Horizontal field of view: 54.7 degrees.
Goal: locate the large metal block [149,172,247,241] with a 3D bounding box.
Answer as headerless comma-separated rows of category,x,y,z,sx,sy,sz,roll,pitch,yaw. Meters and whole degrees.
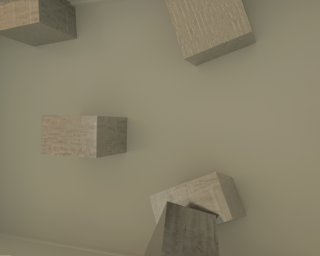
large metal block,0.046,0.091,0.360,0.080,0.080,0.050,-24,68,18

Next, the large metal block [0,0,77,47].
large metal block,-0.178,-0.157,0.444,0.080,0.080,0.050,-4,89,20

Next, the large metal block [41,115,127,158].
large metal block,-0.099,0.009,0.416,0.080,0.080,0.050,2,91,20

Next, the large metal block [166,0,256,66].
large metal block,0.062,-0.131,0.374,0.080,0.050,0.080,-19,84,21

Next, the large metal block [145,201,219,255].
large metal block,0.015,0.130,0.286,0.050,0.080,0.079,18,119,-4
